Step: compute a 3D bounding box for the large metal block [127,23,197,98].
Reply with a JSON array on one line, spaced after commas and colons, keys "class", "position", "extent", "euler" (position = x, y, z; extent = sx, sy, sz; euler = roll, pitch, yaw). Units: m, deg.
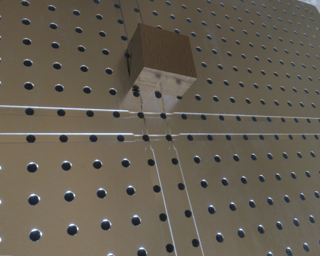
[{"class": "large metal block", "position": [0.001, -0.097, 0.454], "extent": [0.081, 0.050, 0.080], "euler": [7, 59, -25]}]
